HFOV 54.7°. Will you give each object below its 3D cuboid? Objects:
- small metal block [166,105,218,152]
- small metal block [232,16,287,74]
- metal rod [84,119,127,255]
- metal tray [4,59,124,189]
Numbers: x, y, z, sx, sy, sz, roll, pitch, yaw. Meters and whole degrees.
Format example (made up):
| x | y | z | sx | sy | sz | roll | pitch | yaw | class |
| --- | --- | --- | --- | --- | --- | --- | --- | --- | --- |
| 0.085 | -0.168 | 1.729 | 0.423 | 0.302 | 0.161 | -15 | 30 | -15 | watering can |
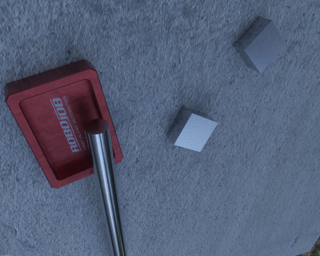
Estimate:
| x | y | z | sx | sy | sz | roll | pitch | yaw | class |
| --- | --- | --- | --- | --- | --- | --- | --- | --- | --- |
| 0.045 | 0.002 | 0.434 | 0.050 | 0.025 | 0.050 | 18 | 109 | -36 | small metal block |
| 0.133 | -0.110 | 0.414 | 0.050 | 0.025 | 0.050 | -48 | 129 | 5 | small metal block |
| -0.065 | 0.111 | 0.414 | 0.025 | 0.025 | 0.298 | -17 | 134 | -19 | metal rod |
| -0.101 | -0.001 | 0.348 | 0.091 | 0.030 | 0.129 | -23 | 127 | -15 | metal tray |
